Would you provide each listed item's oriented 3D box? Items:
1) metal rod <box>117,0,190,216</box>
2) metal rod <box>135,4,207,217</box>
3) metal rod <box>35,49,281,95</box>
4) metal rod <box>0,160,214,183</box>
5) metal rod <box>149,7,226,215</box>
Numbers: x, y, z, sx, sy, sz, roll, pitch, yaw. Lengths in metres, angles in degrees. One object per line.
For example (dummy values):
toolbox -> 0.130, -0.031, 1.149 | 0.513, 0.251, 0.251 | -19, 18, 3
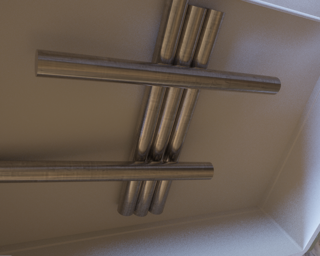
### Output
metal rod -> -0.015, -0.010, 0.393 | 0.025, 0.025, 0.298 | 0, 118, -29
metal rod -> 0.005, -0.005, 0.407 | 0.025, 0.025, 0.298 | 1, 118, -29
metal rod -> 0.022, -0.058, 0.350 | 0.303, 0.025, 0.025 | 0, 118, -28
metal rod -> -0.071, 0.053, 0.377 | 0.302, 0.025, 0.025 | 3, 117, -22
metal rod -> 0.028, -0.005, 0.418 | 0.025, 0.025, 0.298 | 1, 118, -29
